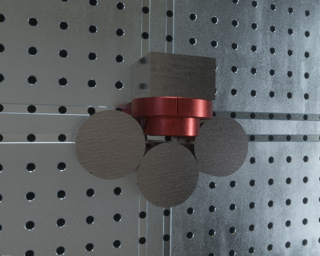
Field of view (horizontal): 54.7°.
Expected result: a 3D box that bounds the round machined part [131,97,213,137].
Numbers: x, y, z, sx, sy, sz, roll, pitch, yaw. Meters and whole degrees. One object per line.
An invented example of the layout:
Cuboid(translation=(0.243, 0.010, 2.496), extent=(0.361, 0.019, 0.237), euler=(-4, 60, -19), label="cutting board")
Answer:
Cuboid(translation=(0.014, -0.011, 0.377), extent=(0.099, 0.098, 0.042), euler=(2, 89, -20), label="round machined part")

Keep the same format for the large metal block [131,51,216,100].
Cuboid(translation=(0.014, -0.058, 0.388), extent=(0.081, 0.080, 0.050), euler=(1, 90, -20), label="large metal block")

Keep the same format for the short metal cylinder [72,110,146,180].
Cuboid(translation=(-0.063, 0.019, 0.376), extent=(0.081, 0.050, 0.079), euler=(0, 90, -20), label="short metal cylinder")

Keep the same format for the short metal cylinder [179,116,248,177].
Cuboid(translation=(0.072, 0.024, 0.426), extent=(0.081, 0.050, 0.079), euler=(0, 90, -20), label="short metal cylinder")

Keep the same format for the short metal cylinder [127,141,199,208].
Cuboid(translation=(0.003, 0.057, 0.401), extent=(0.081, 0.050, 0.079), euler=(0, 90, -20), label="short metal cylinder")
